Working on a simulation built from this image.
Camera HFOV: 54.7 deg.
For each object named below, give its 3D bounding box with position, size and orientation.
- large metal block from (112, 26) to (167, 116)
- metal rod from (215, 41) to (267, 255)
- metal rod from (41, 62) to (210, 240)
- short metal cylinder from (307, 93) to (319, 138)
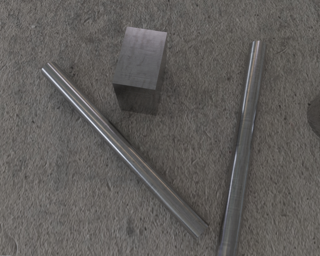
[{"bbox_3d":[-0.023,-0.071,0.405,0.050,0.080,0.080,10,70,3],"label":"large metal block"},{"bbox_3d":[0.109,0.017,0.402,0.025,0.025,0.299,13,70,4],"label":"metal rod"},{"bbox_3d":[-0.053,0.019,0.400,0.025,0.025,0.300,-42,75,-14],"label":"metal rod"},{"bbox_3d":[0.244,-0.022,0.404,0.081,0.050,0.080,0,70,0],"label":"short metal cylinder"}]
